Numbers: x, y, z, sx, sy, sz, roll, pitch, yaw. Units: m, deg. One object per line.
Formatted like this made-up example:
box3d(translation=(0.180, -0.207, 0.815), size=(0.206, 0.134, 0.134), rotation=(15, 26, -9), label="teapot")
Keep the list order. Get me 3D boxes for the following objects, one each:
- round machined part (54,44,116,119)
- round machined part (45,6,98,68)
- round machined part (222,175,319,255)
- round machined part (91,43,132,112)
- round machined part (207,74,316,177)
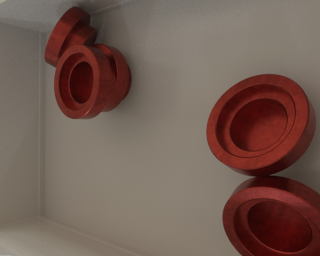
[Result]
box3d(translation=(-0.097, -0.060, 0.419), size=(0.098, 0.042, 0.097), rotation=(0, 90, 39), label="round machined part")
box3d(translation=(-0.132, -0.132, 0.478), size=(0.042, 0.098, 0.097), rotation=(30, 114, -6), label="round machined part")
box3d(translation=(0.112, 0.086, 0.288), size=(0.098, 0.042, 0.097), rotation=(16, 121, 28), label="round machined part")
box3d(translation=(-0.081, -0.072, 0.460), size=(0.098, 0.042, 0.097), rotation=(0, 90, 39), label="round machined part")
box3d(translation=(0.098, 0.000, 0.298), size=(0.098, 0.042, 0.098), rotation=(-22, 51, 31), label="round machined part")
